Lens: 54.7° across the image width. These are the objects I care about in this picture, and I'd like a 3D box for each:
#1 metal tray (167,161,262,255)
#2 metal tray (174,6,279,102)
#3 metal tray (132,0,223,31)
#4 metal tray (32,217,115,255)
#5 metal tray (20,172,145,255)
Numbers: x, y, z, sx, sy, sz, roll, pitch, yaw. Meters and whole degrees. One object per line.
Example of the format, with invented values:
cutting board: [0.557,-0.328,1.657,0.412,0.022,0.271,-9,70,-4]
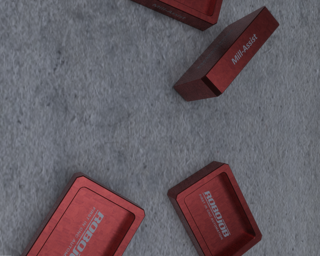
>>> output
metal tray: [0.079,0.124,0.437,0.091,0.030,0.129,-30,100,-18]
metal tray: [0.084,-0.093,0.406,0.030,0.090,0.130,45,76,-15]
metal tray: [0.024,-0.198,0.415,0.131,0.030,0.090,16,85,-20]
metal tray: [-0.112,0.178,0.365,0.091,0.030,0.130,24,82,-19]
metal tray: [-0.088,0.126,0.342,0.090,0.030,0.130,35,79,-17]
